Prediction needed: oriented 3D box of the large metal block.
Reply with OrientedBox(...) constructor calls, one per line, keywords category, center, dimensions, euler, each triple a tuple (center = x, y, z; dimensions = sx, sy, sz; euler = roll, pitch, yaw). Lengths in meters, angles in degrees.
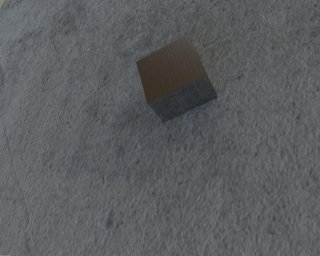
OrientedBox(category="large metal block", center=(0.021, -0.066, 0.418), dimensions=(0.080, 0.050, 0.080), euler=(-25, 53, 12))
